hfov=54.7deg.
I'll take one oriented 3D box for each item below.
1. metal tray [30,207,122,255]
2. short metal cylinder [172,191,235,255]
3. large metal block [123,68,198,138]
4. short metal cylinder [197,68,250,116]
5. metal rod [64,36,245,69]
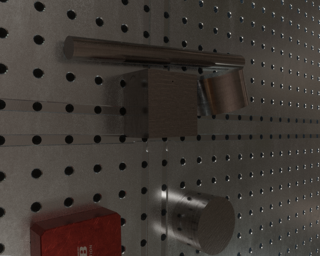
[{"bbox_3d":[-0.087,0.161,0.335,0.091,0.030,0.129,-2,92,-40],"label":"metal tray"},{"bbox_3d":[0.064,0.136,0.449,0.081,0.050,0.079,0,91,-40],"label":"short metal cylinder"},{"bbox_3d":[0.002,-0.029,0.396,0.081,0.050,0.079,-1,91,-40],"label":"large metal block"},{"bbox_3d":[0.084,-0.053,0.446,0.081,0.080,0.050,-23,105,-38],"label":"short metal cylinder"},{"bbox_3d":[0.018,-0.098,0.426,0.302,0.025,0.025,-6,94,-40],"label":"metal rod"}]
